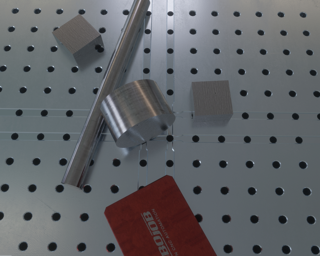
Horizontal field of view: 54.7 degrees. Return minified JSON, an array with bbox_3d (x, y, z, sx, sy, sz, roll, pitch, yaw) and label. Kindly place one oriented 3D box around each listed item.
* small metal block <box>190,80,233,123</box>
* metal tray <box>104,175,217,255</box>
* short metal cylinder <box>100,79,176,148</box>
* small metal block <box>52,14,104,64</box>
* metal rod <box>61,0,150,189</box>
[{"bbox_3d":[0.070,-0.036,0.425,0.050,0.025,0.050,-3,70,-1],"label":"small metal block"},{"bbox_3d":[0.004,0.132,0.361,0.090,0.030,0.130,-27,72,-10],"label":"metal tray"},{"bbox_3d":[-0.028,-0.017,0.388,0.080,0.080,0.050,-25,72,-9],"label":"short metal cylinder"},{"bbox_3d":[-0.121,-0.132,0.459,0.050,0.025,0.050,-40,75,-13],"label":"small metal block"},{"bbox_3d":[-0.069,-0.063,0.434,0.025,0.025,0.299,15,71,5],"label":"metal rod"}]
